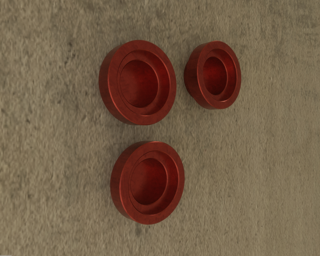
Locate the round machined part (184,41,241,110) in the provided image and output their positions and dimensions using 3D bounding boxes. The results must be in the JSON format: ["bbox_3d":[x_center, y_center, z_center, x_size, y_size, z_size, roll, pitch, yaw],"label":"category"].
[{"bbox_3d":[0.074,-0.076,0.458,0.099,0.042,0.097,0,90,-40],"label":"round machined part"}]

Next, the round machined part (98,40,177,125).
[{"bbox_3d":[-0.030,-0.052,0.370,0.099,0.042,0.097,0,90,-40],"label":"round machined part"}]

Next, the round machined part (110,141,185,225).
[{"bbox_3d":[-0.019,0.064,0.380,0.099,0.042,0.097,0,90,-40],"label":"round machined part"}]
